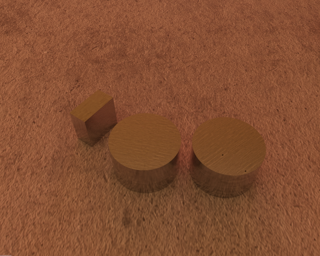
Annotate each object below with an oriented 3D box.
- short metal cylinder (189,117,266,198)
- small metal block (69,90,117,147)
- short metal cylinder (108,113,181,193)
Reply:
[{"bbox_3d":[0.076,0.034,0.359,0.081,0.050,0.080,0,50,0],"label":"short metal cylinder"},{"bbox_3d":[-0.083,-0.012,0.397,0.025,0.050,0.050,29,56,22],"label":"small metal block"},{"bbox_3d":[-0.017,0.029,0.363,0.081,0.050,0.080,0,50,0],"label":"short metal cylinder"}]
